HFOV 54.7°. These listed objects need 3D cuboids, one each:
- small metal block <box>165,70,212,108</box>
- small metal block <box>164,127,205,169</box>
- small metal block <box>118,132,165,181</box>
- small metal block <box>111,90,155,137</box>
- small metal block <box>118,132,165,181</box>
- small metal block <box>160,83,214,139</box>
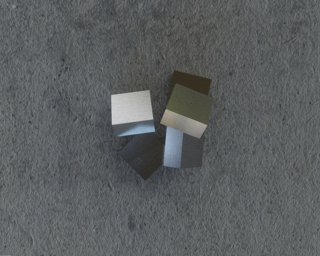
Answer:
[{"bbox_3d":[0.037,-0.045,0.412,0.050,0.025,0.050,14,90,-1],"label":"small metal block"},{"bbox_3d":[0.032,0.024,0.397,0.025,0.050,0.050,4,90,38],"label":"small metal block"},{"bbox_3d":[-0.019,0.033,0.411,0.050,0.025,0.050,-45,91,0],"label":"small metal block"},{"bbox_3d":[-0.035,-0.019,0.398,0.050,0.025,0.050,-8,52,-1],"label":"small metal block"},{"bbox_3d":[-0.019,0.033,0.411,0.050,0.025,0.050,-45,90,0],"label":"small metal block"},{"bbox_3d":[0.033,-0.021,0.373,0.050,0.025,0.050,21,47,-1],"label":"small metal block"}]
